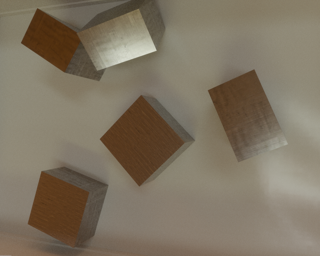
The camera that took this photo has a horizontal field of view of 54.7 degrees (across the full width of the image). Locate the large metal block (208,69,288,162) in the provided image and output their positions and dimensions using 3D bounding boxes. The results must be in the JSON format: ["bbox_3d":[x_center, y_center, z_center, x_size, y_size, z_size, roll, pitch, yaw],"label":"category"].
[{"bbox_3d":[0.100,-0.012,0.346,0.050,0.080,0.080,-24,82,18],"label":"large metal block"}]

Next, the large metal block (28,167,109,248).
[{"bbox_3d":[-0.131,0.109,0.443,0.080,0.050,0.080,18,96,19],"label":"large metal block"}]

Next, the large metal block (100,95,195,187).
[{"bbox_3d":[-0.016,0.016,0.403,0.080,0.050,0.080,-45,76,14],"label":"large metal block"}]

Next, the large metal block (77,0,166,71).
[{"bbox_3d":[-0.044,-0.122,0.389,0.080,0.080,0.050,-14,122,19],"label":"large metal block"}]

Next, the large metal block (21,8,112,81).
[{"bbox_3d":[-0.123,-0.111,0.424,0.080,0.080,0.050,34,101,17],"label":"large metal block"}]
